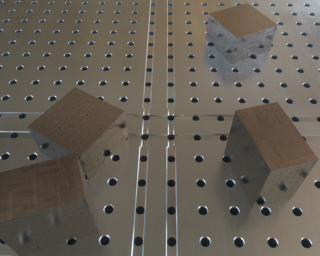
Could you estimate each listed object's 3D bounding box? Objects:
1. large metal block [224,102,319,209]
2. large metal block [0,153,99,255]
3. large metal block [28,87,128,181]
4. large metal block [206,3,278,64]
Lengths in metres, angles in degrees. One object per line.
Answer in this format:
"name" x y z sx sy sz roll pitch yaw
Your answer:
"large metal block" 0.117 0.031 0.347 0.050 0.080 0.080 -12 51 -10
"large metal block" -0.111 0.077 0.307 0.081 0.080 0.050 -14 52 -12
"large metal block" -0.098 0.005 0.387 0.080 0.050 0.080 26 55 20
"large metal block" 0.136 -0.163 0.529 0.081 0.050 0.080 -21 53 -17
